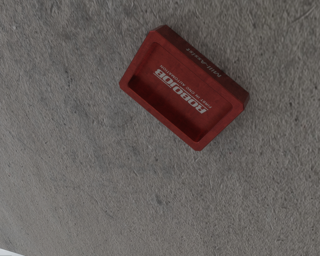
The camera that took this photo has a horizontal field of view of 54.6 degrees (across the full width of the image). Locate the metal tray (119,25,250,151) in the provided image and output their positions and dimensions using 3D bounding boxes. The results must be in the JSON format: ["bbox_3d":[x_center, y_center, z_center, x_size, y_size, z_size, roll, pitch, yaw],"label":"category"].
[{"bbox_3d":[0.025,-0.044,0.363,0.130,0.030,0.090,40,129,1],"label":"metal tray"}]
